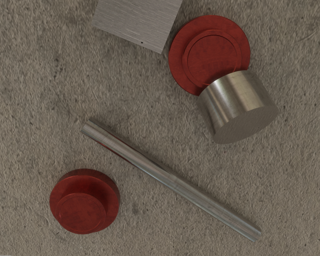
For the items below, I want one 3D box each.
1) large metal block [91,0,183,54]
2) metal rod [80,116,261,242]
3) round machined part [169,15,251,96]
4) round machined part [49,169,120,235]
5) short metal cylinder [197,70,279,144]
[{"bbox_3d":[-0.021,-0.138,0.345,0.080,0.050,0.079,21,109,-8],"label":"large metal block"},{"bbox_3d":[0.023,0.078,0.438,0.301,0.025,0.025,35,106,-12],"label":"metal rod"},{"bbox_3d":[0.060,-0.084,0.371,0.099,0.042,0.097,0,110,0],"label":"round machined part"},{"bbox_3d":[-0.108,0.111,0.441,0.099,0.042,0.097,0,110,0],"label":"round machined part"},{"bbox_3d":[0.090,-0.023,0.367,0.081,0.050,0.080,-17,154,-9],"label":"short metal cylinder"}]
